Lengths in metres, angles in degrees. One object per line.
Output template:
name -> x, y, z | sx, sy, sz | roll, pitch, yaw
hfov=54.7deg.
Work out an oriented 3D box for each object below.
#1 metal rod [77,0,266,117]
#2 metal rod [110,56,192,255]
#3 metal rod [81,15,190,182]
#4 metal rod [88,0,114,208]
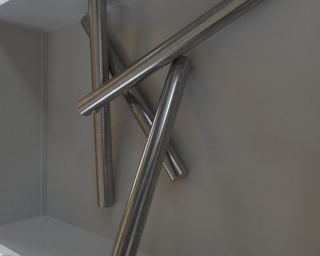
metal rod -> 0.011, -0.091, 0.368 | 0.300, 0.025, 0.025 | -29, 72, 26
metal rod -> -0.014, 0.052, 0.339 | 0.025, 0.025, 0.299 | 1, 66, 40
metal rod -> -0.045, -0.057, 0.444 | 0.025, 0.025, 0.299 | -46, 63, 30
metal rod -> -0.085, -0.029, 0.453 | 0.025, 0.025, 0.298 | 7, 102, 40
